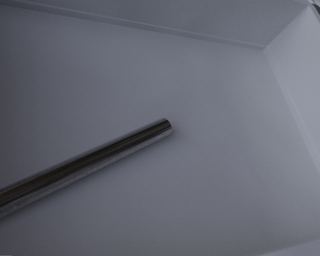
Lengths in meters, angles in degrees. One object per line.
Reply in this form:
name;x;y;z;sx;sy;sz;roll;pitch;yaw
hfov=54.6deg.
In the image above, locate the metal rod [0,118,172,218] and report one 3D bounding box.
metal rod;-0.103;0.049;0.319;0.302;0.025;0.025;-25;75;-37
